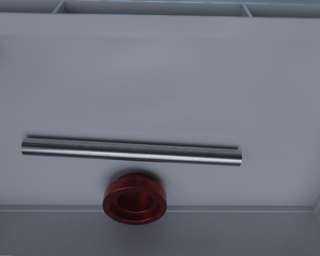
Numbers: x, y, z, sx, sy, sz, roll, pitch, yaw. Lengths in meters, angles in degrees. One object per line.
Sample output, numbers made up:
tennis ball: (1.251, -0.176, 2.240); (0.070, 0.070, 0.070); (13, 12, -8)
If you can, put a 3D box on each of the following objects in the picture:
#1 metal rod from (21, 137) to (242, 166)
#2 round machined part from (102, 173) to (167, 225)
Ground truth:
metal rod: (-0.036, 0.034, 0.437); (0.302, 0.025, 0.025); (3, 130, -4)
round machined part: (-0.039, 0.108, 0.490); (0.099, 0.042, 0.097); (-1, 130, 0)
